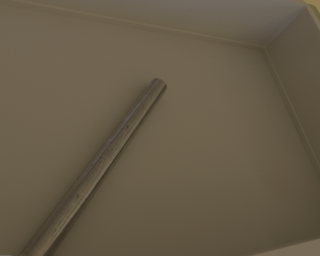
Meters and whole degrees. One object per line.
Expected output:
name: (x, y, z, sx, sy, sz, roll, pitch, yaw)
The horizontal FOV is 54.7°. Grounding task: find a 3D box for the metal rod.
metal rod: (-0.064, 0.038, 0.348, 0.025, 0.025, 0.301, 36, 51, -5)
